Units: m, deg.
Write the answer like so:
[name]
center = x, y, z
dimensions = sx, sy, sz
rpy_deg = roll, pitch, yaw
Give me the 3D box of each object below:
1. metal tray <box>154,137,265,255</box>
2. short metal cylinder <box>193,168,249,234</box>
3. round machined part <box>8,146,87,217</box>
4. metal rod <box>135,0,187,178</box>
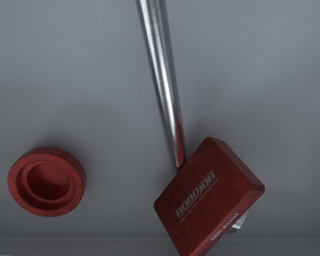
[metal tray]
center = 0.055, 0.087, 0.387
dimensions = 0.030, 0.090, 0.129
rpy_deg = 17, 116, -42
[short metal cylinder]
center = 0.079, 0.096, 0.419
dimensions = 0.050, 0.080, 0.079
rpy_deg = 19, 109, -7
[round machined part]
center = -0.150, 0.069, 0.426
dimensions = 0.099, 0.042, 0.097
rpy_deg = 0, 110, -1
[metal rod]
center = 0.007, -0.037, 0.331
dimensions = 0.025, 0.025, 0.298
rpy_deg = -9, 136, 3
